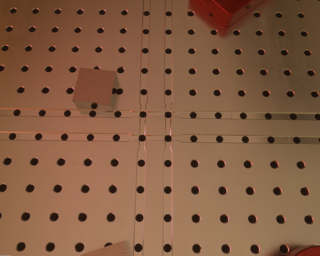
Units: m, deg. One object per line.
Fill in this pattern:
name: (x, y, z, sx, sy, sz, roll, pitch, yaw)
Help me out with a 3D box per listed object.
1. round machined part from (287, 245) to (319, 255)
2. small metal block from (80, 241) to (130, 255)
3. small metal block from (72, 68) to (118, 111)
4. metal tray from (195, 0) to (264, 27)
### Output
round machined part: (0.174, 0.180, 0.339, 0.099, 0.042, 0.098, 0, 70, -1)
small metal block: (-0.057, 0.161, 0.352, 0.050, 0.025, 0.050, -16, 71, -6)
small metal block: (-0.089, -0.054, 0.430, 0.050, 0.025, 0.050, 6, 70, 2)
metal tray: (0.124, -0.231, 0.494, 0.130, 0.030, 0.090, -39, 75, -13)
